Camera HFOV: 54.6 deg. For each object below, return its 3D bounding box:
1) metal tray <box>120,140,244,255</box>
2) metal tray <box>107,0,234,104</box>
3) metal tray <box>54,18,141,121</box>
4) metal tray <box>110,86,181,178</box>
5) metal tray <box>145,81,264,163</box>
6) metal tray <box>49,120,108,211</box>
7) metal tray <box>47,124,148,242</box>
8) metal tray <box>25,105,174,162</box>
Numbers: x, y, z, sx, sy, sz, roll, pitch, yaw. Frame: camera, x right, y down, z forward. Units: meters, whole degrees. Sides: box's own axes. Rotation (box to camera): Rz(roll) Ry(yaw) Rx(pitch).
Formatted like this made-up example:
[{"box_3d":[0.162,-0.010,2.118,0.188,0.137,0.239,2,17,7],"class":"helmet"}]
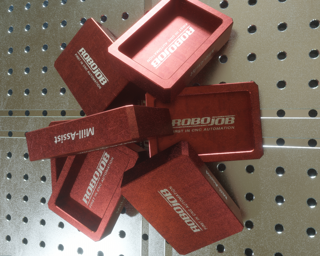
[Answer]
[{"box_3d":[0.027,0.087,0.365,0.090,0.030,0.130,-31,113,18],"class":"metal tray"},{"box_3d":[0.014,-0.101,0.370,0.090,0.030,0.130,35,68,17],"class":"metal tray"},{"box_3d":[-0.084,-0.078,0.422,0.090,0.030,0.130,-47,60,14],"class":"metal tray"},{"box_3d":[-0.022,0.000,0.418,0.090,0.030,0.129,-5,86,18],"class":"metal tray"},{"box_3d":[0.052,-0.005,0.372,0.131,0.030,0.090,-4,89,2],"class":"metal tray"},{"box_3d":[-0.112,0.052,0.450,0.090,0.030,0.129,-4,88,19],"class":"metal tray"},{"box_3d":[-0.083,0.069,0.407,0.090,0.030,0.129,28,99,18],"class":"metal tray"},{"box_3d":[-0.062,0.007,0.332,0.130,0.090,0.030,-13,86,24],"class":"metal tray"}]
